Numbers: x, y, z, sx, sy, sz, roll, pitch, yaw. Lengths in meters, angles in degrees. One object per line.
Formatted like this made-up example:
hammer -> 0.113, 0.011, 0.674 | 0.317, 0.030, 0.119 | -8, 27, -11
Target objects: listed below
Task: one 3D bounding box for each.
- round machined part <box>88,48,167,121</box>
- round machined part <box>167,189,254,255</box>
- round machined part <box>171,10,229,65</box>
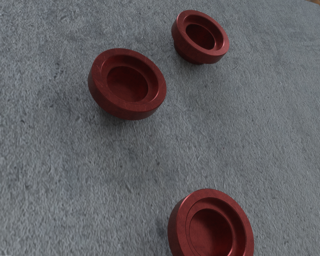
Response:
round machined part -> -0.044, -0.052, 0.400 | 0.099, 0.042, 0.098 | 14, 56, -21
round machined part -> 0.052, 0.121, 0.347 | 0.099, 0.042, 0.098 | 14, 56, -21
round machined part -> 0.062, -0.144, 0.514 | 0.099, 0.042, 0.098 | 14, 56, -21
